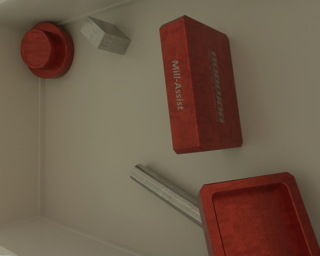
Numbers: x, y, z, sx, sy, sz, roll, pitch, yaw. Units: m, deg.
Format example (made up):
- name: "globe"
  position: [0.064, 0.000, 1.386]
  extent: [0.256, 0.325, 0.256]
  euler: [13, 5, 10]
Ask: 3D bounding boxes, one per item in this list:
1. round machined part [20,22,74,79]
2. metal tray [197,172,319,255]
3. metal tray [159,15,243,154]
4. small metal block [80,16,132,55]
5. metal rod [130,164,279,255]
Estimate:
- name: "round machined part"
  position: [-0.204, -0.136, 0.544]
  extent: [0.098, 0.042, 0.097]
  euler: [3, 97, 23]
- name: "metal tray"
  position: [0.090, 0.110, 0.274]
  extent: [0.091, 0.030, 0.130]
  euler: [-8, 64, -4]
- name: "metal tray"
  position: [0.046, -0.041, 0.325]
  extent: [0.030, 0.091, 0.129]
  euler: [-11, 83, 39]
- name: "small metal block"
  position: [-0.079, -0.135, 0.453]
  extent: [0.050, 0.050, 0.025]
  euler: [47, 118, 29]
- name: "metal rod"
  position: [0.076, 0.116, 0.342]
  extent: [0.300, 0.025, 0.025]
  euler: [27, 107, 36]
